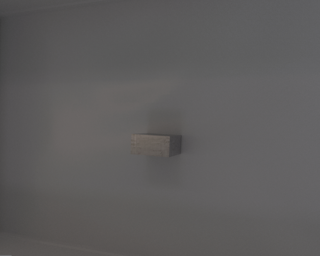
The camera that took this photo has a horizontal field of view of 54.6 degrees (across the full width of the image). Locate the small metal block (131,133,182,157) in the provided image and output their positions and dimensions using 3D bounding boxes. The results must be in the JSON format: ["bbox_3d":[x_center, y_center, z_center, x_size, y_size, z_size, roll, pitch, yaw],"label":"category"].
[{"bbox_3d":[-0.004,0.021,0.399,0.050,0.050,0.025,3,91,20],"label":"small metal block"}]
